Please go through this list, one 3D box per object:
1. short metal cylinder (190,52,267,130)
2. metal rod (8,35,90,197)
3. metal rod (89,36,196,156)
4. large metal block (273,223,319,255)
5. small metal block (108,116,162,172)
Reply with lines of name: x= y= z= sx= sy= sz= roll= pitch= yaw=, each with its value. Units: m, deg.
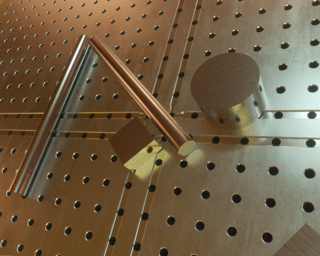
short metal cylinder: x=0.083 y=-0.044 z=0.375 sx=0.080 sy=0.050 sz=0.080 roll=-13 pitch=56 yaw=20
metal rod: x=-0.176 y=-0.034 z=0.518 sx=0.025 sy=0.025 sz=0.300 roll=1 pitch=62 yaw=28
metal rod: x=-0.042 y=-0.065 z=0.468 sx=0.025 sy=0.025 sz=0.300 roll=-40 pitch=51 yaw=1
large metal block: x=0.122 y=0.138 z=0.244 sx=0.080 sy=0.050 sz=0.080 roll=-43 pitch=51 yaw=-2
small metal block: x=-0.034 y=0.021 z=0.412 sx=0.050 sy=0.025 sz=0.050 roll=-40 pitch=51 yaw=1
